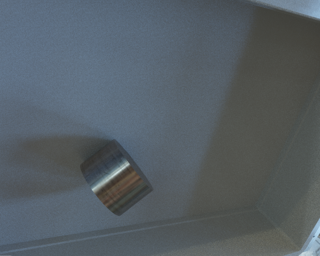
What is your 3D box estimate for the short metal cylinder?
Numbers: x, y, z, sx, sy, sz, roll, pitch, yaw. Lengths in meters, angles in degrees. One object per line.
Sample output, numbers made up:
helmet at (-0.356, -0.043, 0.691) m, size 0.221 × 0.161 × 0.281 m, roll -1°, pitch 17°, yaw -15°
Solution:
short metal cylinder at (-0.053, 0.060, 0.383) m, size 0.050 × 0.080 × 0.080 m, roll -38°, pitch 130°, yaw -3°
